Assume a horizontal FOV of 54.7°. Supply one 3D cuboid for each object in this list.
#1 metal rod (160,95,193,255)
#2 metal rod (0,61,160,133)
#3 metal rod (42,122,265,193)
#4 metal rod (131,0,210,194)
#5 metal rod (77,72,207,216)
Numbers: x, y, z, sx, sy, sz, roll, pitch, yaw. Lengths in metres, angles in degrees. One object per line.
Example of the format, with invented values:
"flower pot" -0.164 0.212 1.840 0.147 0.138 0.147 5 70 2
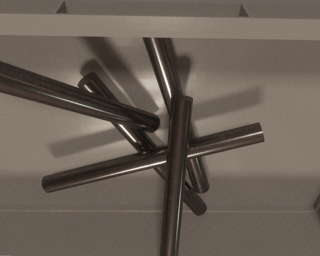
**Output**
"metal rod" 0.016 0.106 0.400 0.025 0.025 0.298 3 109 -3
"metal rod" -0.102 -0.033 0.290 0.025 0.025 0.302 -36 150 26
"metal rod" -0.018 0.042 0.410 0.301 0.025 0.025 -15 129 12
"metal rod" 0.025 -0.015 0.396 0.025 0.025 0.299 -13 129 10
"metal rod" -0.009 0.041 0.443 0.025 0.025 0.300 -25 126 19
